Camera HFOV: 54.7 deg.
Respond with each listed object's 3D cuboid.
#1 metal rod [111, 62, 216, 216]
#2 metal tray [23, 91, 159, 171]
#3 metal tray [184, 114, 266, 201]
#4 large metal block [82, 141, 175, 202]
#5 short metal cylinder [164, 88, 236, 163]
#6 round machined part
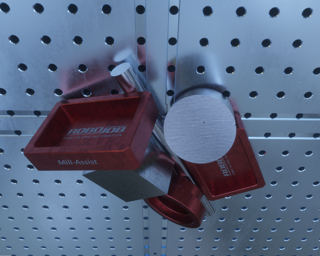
[{"bbox_3d":[0.019,0.036,0.437,0.025,0.025,0.299,-20,128,16],"label":"metal rod"},{"bbox_3d":[-0.075,0.003,0.348,0.130,0.090,0.030,-3,133,22],"label":"metal tray"},{"bbox_3d":[0.090,0.048,0.445,0.090,0.030,0.130,-20,128,16],"label":"metal tray"},{"bbox_3d":[-0.041,0.053,0.411,0.080,0.050,0.080,-22,130,40],"label":"large metal block"},{"bbox_3d":[0.048,-0.004,0.368,0.080,0.050,0.079,3,107,10],"label":"short metal cylinder"},{"bbox_3d":[0.025,0.106,0.467,0.098,0.042,0.098,24,149,16],"label":"round machined part"}]
